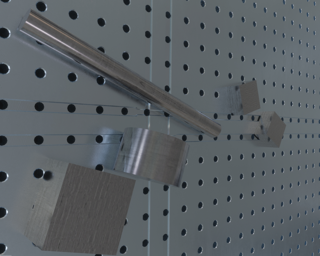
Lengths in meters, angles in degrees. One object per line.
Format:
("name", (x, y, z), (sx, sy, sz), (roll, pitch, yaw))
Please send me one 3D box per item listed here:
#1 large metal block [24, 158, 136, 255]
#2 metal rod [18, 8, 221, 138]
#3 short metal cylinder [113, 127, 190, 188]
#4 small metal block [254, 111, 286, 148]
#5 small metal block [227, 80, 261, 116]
("large metal block", (-0.081, 0.082, 0.325), (0.080, 0.050, 0.080), (23, 76, -38))
("metal rod", (-0.023, -0.051, 0.389), (0.301, 0.025, 0.025), (27, 73, -37))
("short metal cylinder", (-0.010, 0.036, 0.365), (0.080, 0.080, 0.050), (25, 75, -38))
("small metal block", (0.209, 0.003, 0.584), (0.050, 0.025, 0.050), (38, 67, -33))
("small metal block", (0.143, -0.052, 0.529), (0.050, 0.025, 0.050), (-20, 103, -38))
